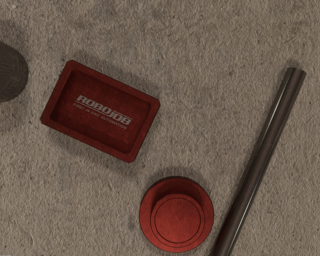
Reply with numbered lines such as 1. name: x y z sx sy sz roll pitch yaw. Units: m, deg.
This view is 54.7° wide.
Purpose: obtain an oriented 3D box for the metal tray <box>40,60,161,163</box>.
1. metal tray: -0.076 -0.021 0.406 0.131 0.030 0.090 25 90 -1

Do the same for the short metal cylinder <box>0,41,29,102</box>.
1. short metal cylinder: -0.218 -0.074 0.395 0.081 0.050 0.079 0 90 -1

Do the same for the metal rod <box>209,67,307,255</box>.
1. metal rod: 0.124 0.062 0.411 0.025 0.025 0.299 23 90 -1

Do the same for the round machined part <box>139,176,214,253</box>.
1. round machined part: 0.022 0.114 0.402 0.099 0.042 0.097 0 90 -1
